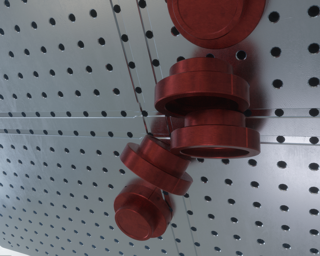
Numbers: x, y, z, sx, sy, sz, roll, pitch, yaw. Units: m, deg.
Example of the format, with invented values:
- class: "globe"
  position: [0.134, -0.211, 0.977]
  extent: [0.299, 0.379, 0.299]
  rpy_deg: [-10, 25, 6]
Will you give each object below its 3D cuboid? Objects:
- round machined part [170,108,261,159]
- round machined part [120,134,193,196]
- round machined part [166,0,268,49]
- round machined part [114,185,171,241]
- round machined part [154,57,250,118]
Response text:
- class: "round machined part"
  position: [0.062, 0.007, 0.350]
  extent: [0.098, 0.098, 0.042]
  rpy_deg: [-6, 74, 31]
- class: "round machined part"
  position: [0.001, 0.043, 0.402]
  extent: [0.098, 0.098, 0.042]
  rpy_deg: [30, 94, 8]
- class: "round machined part"
  position: [0.051, -0.123, 0.298]
  extent: [0.098, 0.042, 0.097]
  rpy_deg: [13, 124, 21]
- class: "round machined part"
  position: [-0.035, 0.145, 0.509]
  extent: [0.098, 0.042, 0.097]
  rpy_deg: [13, 124, 21]
- class: "round machined part"
  position: [0.044, -0.042, 0.329]
  extent: [0.098, 0.098, 0.042]
  rpy_deg: [-7, 74, 31]
